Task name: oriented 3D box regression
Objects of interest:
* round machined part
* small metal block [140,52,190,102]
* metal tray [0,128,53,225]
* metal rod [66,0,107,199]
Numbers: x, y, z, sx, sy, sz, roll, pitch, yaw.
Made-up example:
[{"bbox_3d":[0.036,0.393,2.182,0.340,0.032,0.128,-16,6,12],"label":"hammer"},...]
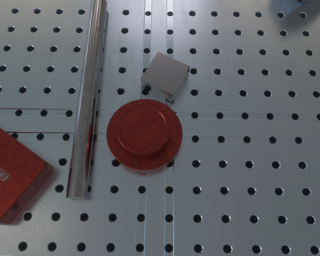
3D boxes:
[{"bbox_3d":[-0.020,0.006,0.400,0.099,0.042,0.098,0,70,0],"label":"round machined part"},{"bbox_3d":[0.008,-0.072,0.438,0.050,0.025,0.050,28,72,9],"label":"small metal block"},{"bbox_3d":[-0.216,0.048,0.390,0.130,0.030,0.090,33,73,11],"label":"metal tray"},{"bbox_3d":[-0.098,-0.054,0.430,0.025,0.025,0.299,1,70,0],"label":"metal rod"}]
